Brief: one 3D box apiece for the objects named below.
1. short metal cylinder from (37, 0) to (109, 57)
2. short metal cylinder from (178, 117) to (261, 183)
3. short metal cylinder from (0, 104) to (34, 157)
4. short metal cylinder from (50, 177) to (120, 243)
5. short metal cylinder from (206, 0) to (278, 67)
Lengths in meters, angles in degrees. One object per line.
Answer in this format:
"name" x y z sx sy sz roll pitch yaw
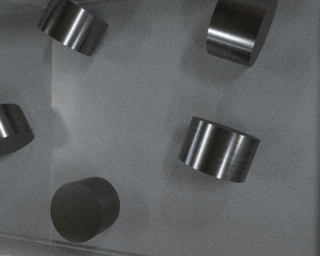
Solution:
"short metal cylinder" -0.118 -0.141 0.423 0.080 0.080 0.050 35 102 16
"short metal cylinder" 0.068 0.023 0.357 0.080 0.080 0.050 21 97 18
"short metal cylinder" -0.240 0.006 0.466 0.080 0.080 0.050 -32 80 17
"short metal cylinder" -0.104 0.112 0.434 0.080 0.050 0.080 0 90 20
"short metal cylinder" 0.092 -0.114 0.349 0.050 0.080 0.080 23 98 18
